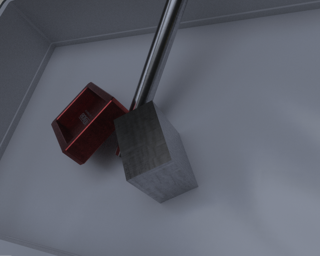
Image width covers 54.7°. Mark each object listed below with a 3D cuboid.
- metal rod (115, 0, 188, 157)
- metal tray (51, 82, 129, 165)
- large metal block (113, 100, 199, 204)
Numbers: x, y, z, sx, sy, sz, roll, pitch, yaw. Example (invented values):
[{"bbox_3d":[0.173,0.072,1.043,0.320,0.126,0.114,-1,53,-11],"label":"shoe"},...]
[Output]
[{"bbox_3d":[0.002,-0.102,0.385,0.025,0.025,0.298,27,102,37],"label":"metal rod"},{"bbox_3d":[-0.102,-0.013,0.430,0.090,0.030,0.130,-48,30,-5],"label":"metal tray"},{"bbox_3d":[-0.004,0.029,0.354,0.050,0.080,0.080,-27,53,11],"label":"large metal block"}]
